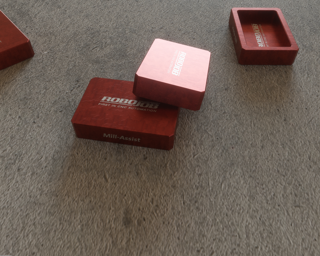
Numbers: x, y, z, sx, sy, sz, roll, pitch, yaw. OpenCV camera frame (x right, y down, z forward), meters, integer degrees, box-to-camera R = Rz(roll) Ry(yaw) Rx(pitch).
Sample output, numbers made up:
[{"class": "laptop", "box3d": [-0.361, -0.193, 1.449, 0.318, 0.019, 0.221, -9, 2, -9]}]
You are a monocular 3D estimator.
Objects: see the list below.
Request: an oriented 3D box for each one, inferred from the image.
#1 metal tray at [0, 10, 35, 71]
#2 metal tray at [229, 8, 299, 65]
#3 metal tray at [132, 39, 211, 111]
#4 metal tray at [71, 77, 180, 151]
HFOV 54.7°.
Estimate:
[{"class": "metal tray", "box3d": [-0.284, -0.147, 0.521, 0.091, 0.030, 0.130, -33, 57, -25]}, {"class": "metal tray", "box3d": [0.174, -0.161, 0.536, 0.091, 0.030, 0.130, 0, 50, 0]}, {"class": "metal tray", "box3d": [0.022, -0.081, 0.442, 0.090, 0.030, 0.130, 15, 38, 2]}, {"class": "metal tray", "box3d": [-0.041, -0.022, 0.418, 0.131, 0.030, 0.090, 8, 50, 6]}]
